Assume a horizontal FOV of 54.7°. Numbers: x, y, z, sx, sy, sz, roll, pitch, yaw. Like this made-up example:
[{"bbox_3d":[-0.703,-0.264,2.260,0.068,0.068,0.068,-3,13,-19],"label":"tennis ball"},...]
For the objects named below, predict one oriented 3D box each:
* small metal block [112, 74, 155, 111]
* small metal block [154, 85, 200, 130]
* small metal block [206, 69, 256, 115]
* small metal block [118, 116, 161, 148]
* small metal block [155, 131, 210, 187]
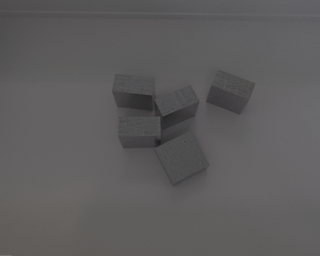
[{"bbox_3d":[-0.033,-0.047,0.413,0.050,0.050,0.025,6,70,2],"label":"small metal block"},{"bbox_3d":[0.021,-0.026,0.406,0.050,0.050,0.025,-23,72,-8],"label":"small metal block"},{"bbox_3d":[0.093,-0.047,0.414,0.050,0.050,0.025,22,72,8],"label":"small metal block"},{"bbox_3d":[-0.024,0.006,0.394,0.050,0.050,0.025,-1,70,-1],"label":"small metal block"},{"bbox_3d":[0.027,0.039,0.395,0.050,0.025,0.050,-26,72,-9],"label":"small metal block"}]
